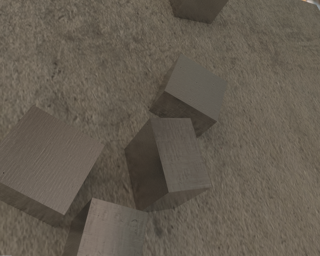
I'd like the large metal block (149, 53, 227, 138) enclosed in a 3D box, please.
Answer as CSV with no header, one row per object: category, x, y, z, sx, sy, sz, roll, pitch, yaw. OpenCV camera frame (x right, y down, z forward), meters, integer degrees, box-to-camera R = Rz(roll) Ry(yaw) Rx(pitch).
large metal block,0.042,-0.045,0.440,0.080,0.050,0.080,29,52,-10

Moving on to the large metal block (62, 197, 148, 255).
large metal block,-0.055,0.116,0.269,0.050,0.080,0.080,20,54,-17

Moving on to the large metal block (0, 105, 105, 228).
large metal block,-0.114,0.038,0.304,0.080,0.050,0.080,31,52,-9

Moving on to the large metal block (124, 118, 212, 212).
large metal block,0.004,0.043,0.346,0.050,0.080,0.080,0,62,-29

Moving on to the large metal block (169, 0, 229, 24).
large metal block,0.074,-0.241,0.557,0.081,0.080,0.050,0,62,-29
